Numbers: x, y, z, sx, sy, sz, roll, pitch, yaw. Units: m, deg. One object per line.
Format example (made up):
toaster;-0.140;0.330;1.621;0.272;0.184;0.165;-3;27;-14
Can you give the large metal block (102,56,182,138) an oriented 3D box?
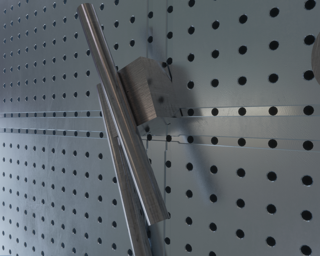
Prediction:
large metal block;-0.027;-0.038;0.415;0.080;0.050;0.080;-24;75;37

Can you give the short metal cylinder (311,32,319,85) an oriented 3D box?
short metal cylinder;0.173;-0.057;0.251;0.080;0.050;0.079;0;90;40

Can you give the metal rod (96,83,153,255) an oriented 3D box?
metal rod;-0.050;0.075;0.450;0.025;0.025;0.299;-24;75;37

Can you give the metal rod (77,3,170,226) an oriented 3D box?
metal rod;-0.052;-0.030;0.386;0.025;0.025;0.299;-33;70;35
